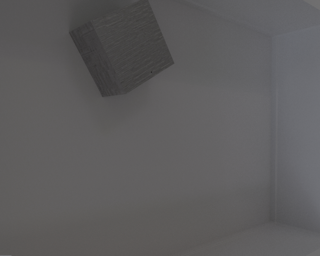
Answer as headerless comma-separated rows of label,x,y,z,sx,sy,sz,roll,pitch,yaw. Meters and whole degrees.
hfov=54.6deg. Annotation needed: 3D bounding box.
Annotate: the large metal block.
large metal block,-0.041,-0.091,0.355,0.080,0.050,0.080,-38,114,-33
